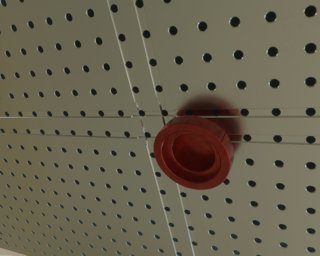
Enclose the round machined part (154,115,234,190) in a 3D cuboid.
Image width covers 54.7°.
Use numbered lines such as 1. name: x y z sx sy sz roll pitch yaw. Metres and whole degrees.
1. round machined part: 0.045 0.027 0.392 0.098 0.042 0.097 13 124 20
